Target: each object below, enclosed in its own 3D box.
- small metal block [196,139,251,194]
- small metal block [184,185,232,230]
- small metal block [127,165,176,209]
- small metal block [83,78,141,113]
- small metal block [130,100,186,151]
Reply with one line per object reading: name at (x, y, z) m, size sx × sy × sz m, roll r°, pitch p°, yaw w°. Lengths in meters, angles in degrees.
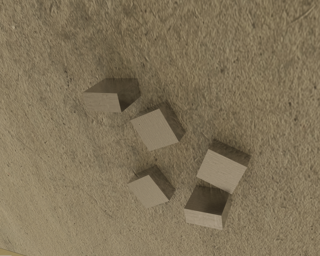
small metal block at (0.080, 0.049, 0.395) m, size 0.050 × 0.025 × 0.050 m, roll 26°, pitch 128°, yaw 12°
small metal block at (0.067, 0.107, 0.422) m, size 0.050 × 0.050 × 0.025 m, roll 4°, pitch 120°, yaw 26°
small metal block at (-0.013, 0.090, 0.470) m, size 0.050 × 0.025 × 0.050 m, roll -29°, pitch 103°, yaw 37°
small metal block at (-0.060, -0.043, 0.396) m, size 0.050 × 0.050 × 0.025 m, roll 5°, pitch 121°, yaw 26°
small metal block at (-0.002, -0.002, 0.407) m, size 0.050 × 0.025 × 0.050 m, roll -20°, pitch 108°, yaw 35°
